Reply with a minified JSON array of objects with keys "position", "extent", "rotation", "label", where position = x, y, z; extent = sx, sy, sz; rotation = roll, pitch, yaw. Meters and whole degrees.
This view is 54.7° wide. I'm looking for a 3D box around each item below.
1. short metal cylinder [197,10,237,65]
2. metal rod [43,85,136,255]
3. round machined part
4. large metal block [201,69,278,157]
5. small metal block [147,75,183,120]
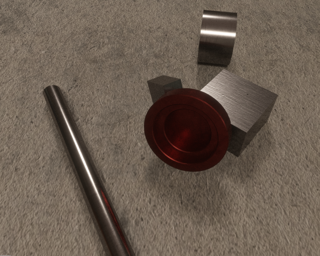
[{"position":[0.089,-0.142,0.488],"extent":[0.050,0.080,0.080],"rotation":[7,50,6],"label":"short metal cylinder"},{"position":[-0.086,0.051,0.359],"extent":[0.025,0.025,0.300],"rotation":[-21,53,-17],"label":"metal rod"},{"position":[0.035,-0.001,0.361],"extent":[0.098,0.097,0.042],"rotation":[18,33,14],"label":"round machined part"},{"position":[0.093,-0.022,0.407],"extent":[0.080,0.050,0.080],"rotation":[32,57,24],"label":"large metal block"},{"position":[0.010,-0.040,0.408],"extent":[0.025,0.050,0.050],"rotation":[-23,23,-19],"label":"small metal block"}]
